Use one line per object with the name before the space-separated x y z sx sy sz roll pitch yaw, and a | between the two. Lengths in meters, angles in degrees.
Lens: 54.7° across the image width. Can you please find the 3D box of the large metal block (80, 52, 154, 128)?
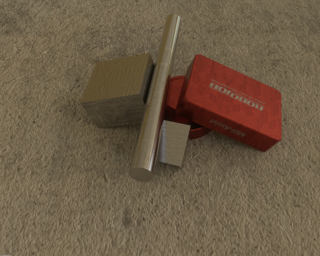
large metal block | -0.049 -0.050 0.416 0.080 0.050 0.080 -6 48 18

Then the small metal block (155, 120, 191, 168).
small metal block | 0.008 0.019 0.376 0.050 0.025 0.050 12 76 10

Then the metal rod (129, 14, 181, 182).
metal rod | 0.002 -0.064 0.404 0.025 0.025 0.300 6 48 5

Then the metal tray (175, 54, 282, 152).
metal tray | 0.093 -0.034 0.401 0.131 0.030 0.090 23 52 -8

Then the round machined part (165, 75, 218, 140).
round machined part | 0.033 -0.034 0.422 0.099 0.042 0.098 0 50 0
